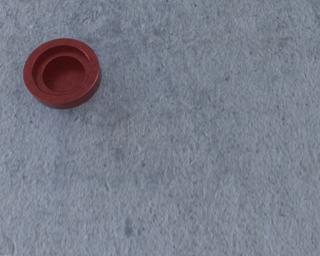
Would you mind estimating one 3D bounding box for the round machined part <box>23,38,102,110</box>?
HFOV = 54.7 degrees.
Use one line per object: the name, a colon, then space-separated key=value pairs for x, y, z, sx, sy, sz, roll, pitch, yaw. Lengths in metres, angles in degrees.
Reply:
round machined part: x=-0.129 y=-0.070 z=0.423 sx=0.099 sy=0.042 sz=0.098 roll=0 pitch=70 yaw=-1
